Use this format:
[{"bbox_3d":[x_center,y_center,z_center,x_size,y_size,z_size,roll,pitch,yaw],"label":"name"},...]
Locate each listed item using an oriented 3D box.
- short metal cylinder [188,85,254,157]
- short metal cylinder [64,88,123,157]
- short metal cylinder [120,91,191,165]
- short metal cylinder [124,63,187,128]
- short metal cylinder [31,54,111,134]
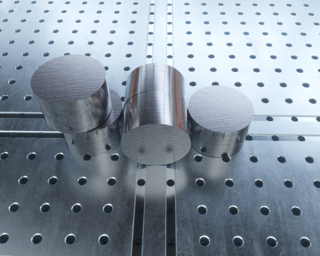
[{"bbox_3d":[0.075,-0.009,0.399,0.081,0.050,0.080,0,50,0],"label":"short metal cylinder"},{"bbox_3d":[-0.087,-0.010,0.399,0.081,0.050,0.080,0,50,0],"label":"short metal cylinder"},{"bbox_3d":[-0.005,0.002,0.370,0.081,0.080,0.050,-1,50,-1],"label":"short metal cylinder"},{"bbox_3d":[-0.006,-0.037,0.403,0.081,0.080,0.050,1,51,0],"label":"short metal cylinder"},{"bbox_3d":[-0.099,-0.040,0.357,0.081,0.050,0.080,0,50,0],"label":"short metal cylinder"}]
